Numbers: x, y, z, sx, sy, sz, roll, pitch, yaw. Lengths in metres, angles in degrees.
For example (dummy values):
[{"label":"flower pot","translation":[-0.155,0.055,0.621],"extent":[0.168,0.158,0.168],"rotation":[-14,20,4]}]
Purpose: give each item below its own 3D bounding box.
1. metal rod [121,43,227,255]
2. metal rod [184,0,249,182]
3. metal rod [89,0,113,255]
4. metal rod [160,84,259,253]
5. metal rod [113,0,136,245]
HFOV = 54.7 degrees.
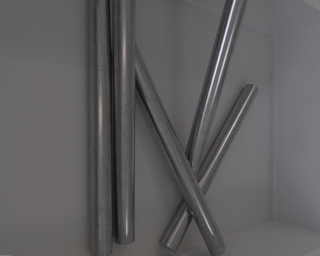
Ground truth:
[{"label":"metal rod","translation":[0.020,0.036,0.402],"extent":[0.025,0.025,0.299],"rotation":[-33,104,-35]},{"label":"metal rod","translation":[0.067,-0.057,0.383],"extent":[0.025,0.025,0.298],"rotation":[-8,120,-40]},{"label":"metal rod","translation":[-0.067,-0.007,0.350],"extent":[0.025,0.025,0.298],"rotation":[-1,90,-40]},{"label":"metal rod","translation":[0.085,0.046,0.477],"extent":[0.025,0.025,0.300],"rotation":[48,62,-29]},{"label":"metal rod","translation":[-0.041,-0.014,0.356],"extent":[0.025,0.025,0.298],"rotation":[-4,98,-40]}]
